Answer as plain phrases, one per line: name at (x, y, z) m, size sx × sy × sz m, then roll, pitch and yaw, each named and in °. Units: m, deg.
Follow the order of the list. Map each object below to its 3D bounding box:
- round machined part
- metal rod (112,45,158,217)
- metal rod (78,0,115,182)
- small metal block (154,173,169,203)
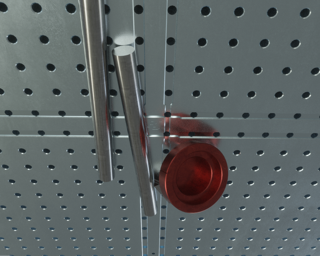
round machined part at (0.043, 0.065, 0.436) m, size 0.099 × 0.042 × 0.097 m, roll -4°, pitch 99°, yaw -24°
metal rod at (-0.028, 0.028, 0.435) m, size 0.025 × 0.025 × 0.298 m, roll -4°, pitch 130°, yaw 3°
metal rod at (-0.073, -0.041, 0.375) m, size 0.025 × 0.025 × 0.298 m, roll 2°, pitch 130°, yaw -2°
small metal block at (0.025, 0.088, 0.487) m, size 0.050 × 0.025 × 0.050 m, roll -23°, pitch 127°, yaw 18°
